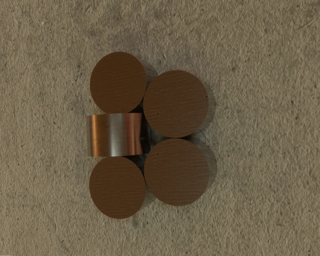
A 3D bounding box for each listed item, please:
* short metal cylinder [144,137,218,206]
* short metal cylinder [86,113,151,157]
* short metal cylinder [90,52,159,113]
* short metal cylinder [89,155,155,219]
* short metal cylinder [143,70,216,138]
[{"bbox_3d":[0.027,0.052,0.387,0.080,0.050,0.080,0,91,21],"label":"short metal cylinder"},{"bbox_3d":[-0.053,0.008,0.400,0.080,0.080,0.050,-3,89,20],"label":"short metal cylinder"},{"bbox_3d":[-0.045,-0.056,0.413,0.080,0.050,0.080,0,90,21],"label":"short metal cylinder"},{"bbox_3d":[-0.046,0.074,0.413,0.080,0.050,0.080,0,90,21],"label":"short metal cylinder"},{"bbox_3d":[0.026,-0.028,0.387,0.080,0.050,0.080,0,91,20],"label":"short metal cylinder"}]
